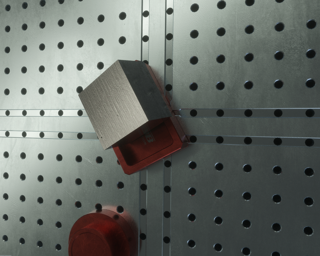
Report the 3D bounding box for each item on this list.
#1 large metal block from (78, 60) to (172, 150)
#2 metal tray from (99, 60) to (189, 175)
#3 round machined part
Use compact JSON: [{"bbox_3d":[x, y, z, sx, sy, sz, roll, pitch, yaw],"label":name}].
[{"bbox_3d":[-0.045,-0.029,0.390,0.080,0.050,0.080,-32,79,33],"label":"large metal block"},{"bbox_3d":[-0.031,-0.014,0.419,0.090,0.030,0.130,-29,81,17],"label":"metal tray"},{"bbox_3d":[-0.087,0.168,0.433,0.098,0.042,0.097,0,90,19],"label":"round machined part"}]
